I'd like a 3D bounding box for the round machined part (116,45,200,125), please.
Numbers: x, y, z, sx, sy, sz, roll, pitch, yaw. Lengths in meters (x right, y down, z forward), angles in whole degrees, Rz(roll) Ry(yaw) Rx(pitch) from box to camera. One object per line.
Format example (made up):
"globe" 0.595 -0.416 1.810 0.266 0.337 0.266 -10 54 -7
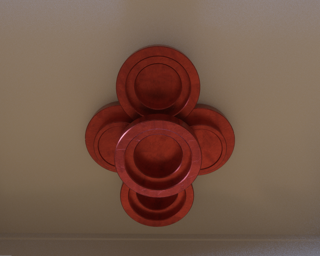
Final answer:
"round machined part" -0.002 -0.053 0.380 0.099 0.042 0.097 0 110 -1

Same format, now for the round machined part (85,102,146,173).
"round machined part" -0.049 0.017 0.406 0.099 0.042 0.097 0 110 -1

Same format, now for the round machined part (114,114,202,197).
"round machined part" -0.002 0.029 0.366 0.099 0.042 0.097 0 110 -1

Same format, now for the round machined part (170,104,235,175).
"round machined part" 0.050 0.020 0.408 0.099 0.042 0.097 0 110 -1

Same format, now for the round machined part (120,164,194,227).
"round machined part" -0.004 0.085 0.431 0.099 0.042 0.097 0 110 -1
